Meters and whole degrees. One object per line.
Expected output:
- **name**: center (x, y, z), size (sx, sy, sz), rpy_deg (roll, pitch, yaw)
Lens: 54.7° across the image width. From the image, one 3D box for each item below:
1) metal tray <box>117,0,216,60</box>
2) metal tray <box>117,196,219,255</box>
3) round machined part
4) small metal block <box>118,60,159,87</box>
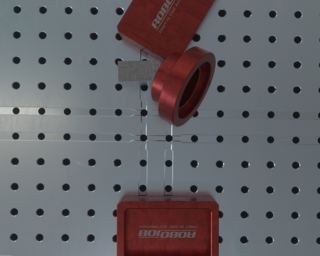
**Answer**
- **metal tray**: center (0.014, -0.159, 0.411), size (0.090, 0.030, 0.130), rpy_deg (31, 90, 0)
- **metal tray**: center (0.010, 0.138, 0.411), size (0.131, 0.030, 0.089), rpy_deg (0, 90, 0)
- **round machined part**: center (0.025, -0.054, 0.380), size (0.042, 0.098, 0.098), rpy_deg (29, 90, 20)
- **small metal block**: center (-0.026, -0.069, 0.401), size (0.050, 0.050, 0.025), rpy_deg (-1, 90, 0)
